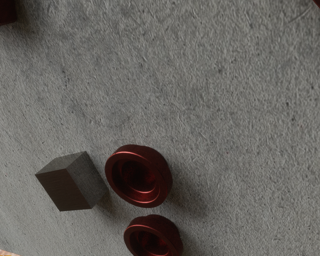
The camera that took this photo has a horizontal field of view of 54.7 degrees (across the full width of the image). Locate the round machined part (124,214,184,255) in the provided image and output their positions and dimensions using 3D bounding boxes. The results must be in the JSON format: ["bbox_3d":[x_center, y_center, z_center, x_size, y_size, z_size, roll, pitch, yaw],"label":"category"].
[{"bbox_3d":[-0.007,0.182,0.511,0.098,0.042,0.097,13,124,20],"label":"round machined part"}]

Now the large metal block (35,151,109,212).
[{"bbox_3d":[-0.148,0.091,0.523,0.080,0.050,0.080,-14,111,33],"label":"large metal block"}]

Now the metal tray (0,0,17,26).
[{"bbox_3d":[-0.259,-0.197,0.415,0.130,0.030,0.089,19,126,16],"label":"metal tray"}]

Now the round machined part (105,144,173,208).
[{"bbox_3d":[-0.027,0.064,0.448,0.098,0.042,0.097,13,124,20],"label":"round machined part"}]

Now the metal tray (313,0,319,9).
[{"bbox_3d":[0.156,-0.159,0.223,0.090,0.030,0.129,47,129,-5],"label":"metal tray"}]
